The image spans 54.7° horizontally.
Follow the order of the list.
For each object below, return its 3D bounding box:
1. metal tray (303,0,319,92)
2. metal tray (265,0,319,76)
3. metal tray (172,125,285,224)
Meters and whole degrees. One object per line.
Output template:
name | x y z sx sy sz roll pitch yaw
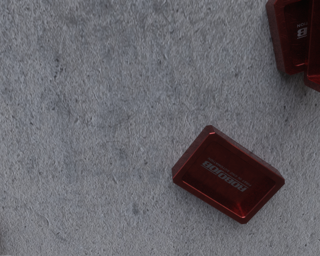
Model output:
metal tray | 0.181 -0.098 0.307 0.030 0.090 0.129 -5 110 1
metal tray | 0.200 -0.124 0.362 0.131 0.030 0.090 -16 110 5
metal tray | 0.093 0.067 0.432 0.130 0.030 0.090 33 107 -12
